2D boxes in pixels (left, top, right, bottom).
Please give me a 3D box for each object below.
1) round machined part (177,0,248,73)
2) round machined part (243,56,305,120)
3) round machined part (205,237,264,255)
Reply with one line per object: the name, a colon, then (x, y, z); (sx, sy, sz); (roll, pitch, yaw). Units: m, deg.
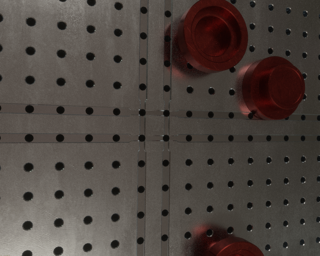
round machined part: (0.069, -0.125, 0.430); (0.099, 0.042, 0.097); (0, 90, -21)
round machined part: (0.179, -0.061, 0.472); (0.099, 0.042, 0.097); (0, 90, -21)
round machined part: (0.100, 0.204, 0.443); (0.099, 0.042, 0.097); (0, 90, -21)
